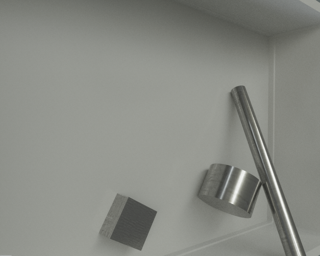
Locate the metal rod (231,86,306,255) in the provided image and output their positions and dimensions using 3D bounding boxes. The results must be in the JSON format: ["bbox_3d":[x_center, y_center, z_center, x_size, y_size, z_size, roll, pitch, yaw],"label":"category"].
[{"bbox_3d":[0.160,0.068,0.460,0.025,0.025,0.299,11,57,-40],"label":"metal rod"}]

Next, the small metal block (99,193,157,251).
[{"bbox_3d":[-0.038,0.114,0.377,0.050,0.025,0.050,37,67,-34],"label":"small metal block"}]

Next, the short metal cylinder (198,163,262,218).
[{"bbox_3d":[0.104,0.094,0.461,0.080,0.080,0.050,39,66,-34],"label":"short metal cylinder"}]
